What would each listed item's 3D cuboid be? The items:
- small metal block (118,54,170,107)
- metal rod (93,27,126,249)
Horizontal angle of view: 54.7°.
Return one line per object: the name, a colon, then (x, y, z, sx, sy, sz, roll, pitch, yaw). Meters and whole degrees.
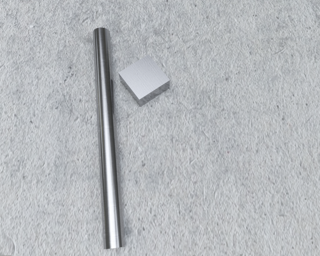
small metal block: (-0.022, -0.066, 0.432, 0.050, 0.025, 0.050, -34, 74, -12)
metal rod: (-0.070, -0.001, 0.407, 0.025, 0.025, 0.299, -6, 70, -3)
